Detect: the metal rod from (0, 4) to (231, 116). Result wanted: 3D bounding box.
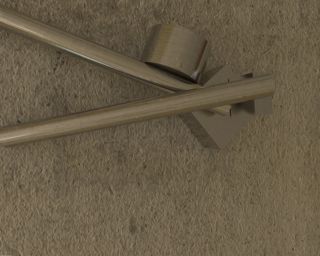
[{"bbox_3d":[-0.057,-0.078,0.359,0.302,0.025,0.025,21,83,-8],"label":"metal rod"}]

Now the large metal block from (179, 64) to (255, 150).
[{"bbox_3d":[0.075,-0.028,0.424,0.080,0.050,0.080,-43,103,-14],"label":"large metal block"}]

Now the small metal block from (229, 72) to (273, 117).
[{"bbox_3d":[0.111,-0.040,0.383,0.025,0.050,0.050,-4,92,-20],"label":"small metal block"}]

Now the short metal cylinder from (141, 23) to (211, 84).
[{"bbox_3d":[0.018,-0.087,0.390,0.080,0.080,0.050,22,83,-19],"label":"short metal cylinder"}]

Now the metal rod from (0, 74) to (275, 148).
[{"bbox_3d":[-0.026,-0.019,0.345,0.302,0.025,0.025,-11,94,1],"label":"metal rod"}]
